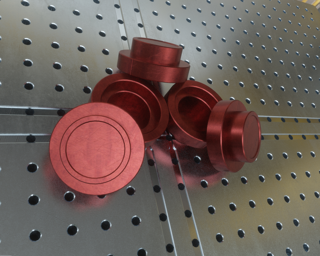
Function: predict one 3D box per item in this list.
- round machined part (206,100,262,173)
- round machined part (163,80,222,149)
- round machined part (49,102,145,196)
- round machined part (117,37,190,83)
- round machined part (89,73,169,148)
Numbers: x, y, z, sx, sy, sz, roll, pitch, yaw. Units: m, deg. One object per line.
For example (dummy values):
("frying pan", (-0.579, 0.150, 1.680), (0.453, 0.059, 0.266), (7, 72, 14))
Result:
("round machined part", (0.104, 0.011, 0.414), (0.099, 0.042, 0.097), (-3, 94, -53))
("round machined part", (0.045, -0.015, 0.432), (0.099, 0.042, 0.098), (14, 56, -21))
("round machined part", (-0.064, 0.021, 0.321), (0.099, 0.042, 0.097), (0, 89, -6))
("round machined part", (-0.007, -0.096, 0.421), (0.099, 0.042, 0.098), (11, 21, -4))
("round machined part", (-0.042, -0.016, 0.385), (0.099, 0.042, 0.098), (14, 56, -21))
